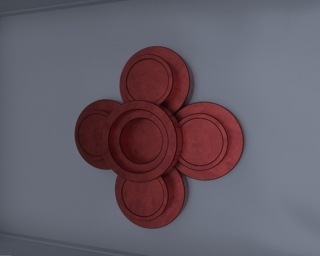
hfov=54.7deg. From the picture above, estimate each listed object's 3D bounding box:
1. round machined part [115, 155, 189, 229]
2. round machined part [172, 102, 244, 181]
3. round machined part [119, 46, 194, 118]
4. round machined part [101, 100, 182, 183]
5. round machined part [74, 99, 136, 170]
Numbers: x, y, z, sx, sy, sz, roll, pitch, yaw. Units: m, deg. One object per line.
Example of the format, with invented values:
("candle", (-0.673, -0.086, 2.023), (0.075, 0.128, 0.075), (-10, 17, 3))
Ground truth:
("round machined part", (-0.015, 0.083, 0.405), (0.098, 0.042, 0.097), (-1, 88, 18))
("round machined part", (0.052, 0.016, 0.381), (0.098, 0.042, 0.097), (0, 90, 20))
("round machined part", (-0.009, -0.058, 0.401), (0.098, 0.042, 0.097), (0, 90, 20))
("round machined part", (-0.019, 0.015, 0.384), (0.098, 0.042, 0.097), (0, 90, 20))
("round machined part", (-0.077, 0.009, 0.426), (0.098, 0.042, 0.097), (0, 90, 20))
